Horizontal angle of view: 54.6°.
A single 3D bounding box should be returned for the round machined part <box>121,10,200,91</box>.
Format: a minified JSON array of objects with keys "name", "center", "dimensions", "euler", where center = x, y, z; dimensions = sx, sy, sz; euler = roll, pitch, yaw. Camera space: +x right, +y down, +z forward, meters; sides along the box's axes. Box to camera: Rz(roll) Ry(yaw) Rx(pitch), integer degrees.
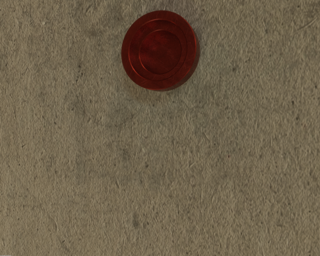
[{"name":"round machined part","center":[0.003,-0.096,0.399],"dimensions":[0.098,0.042,0.097],"euler":[0,90,20]}]
